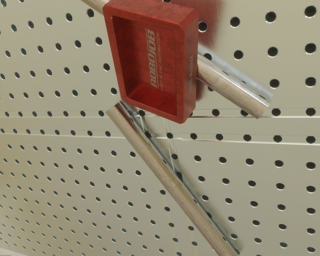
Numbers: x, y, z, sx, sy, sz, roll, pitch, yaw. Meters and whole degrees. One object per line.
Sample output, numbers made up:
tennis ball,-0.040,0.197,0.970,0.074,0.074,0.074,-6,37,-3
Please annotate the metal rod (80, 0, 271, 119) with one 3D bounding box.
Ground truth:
metal rod,-0.010,-0.105,0.349,0.301,0.025,0.025,35,129,4

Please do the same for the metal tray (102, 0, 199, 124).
metal tray,-0.007,-0.071,0.336,0.090,0.030,0.129,22,144,22

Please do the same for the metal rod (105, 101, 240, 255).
metal rod,0.024,0.088,0.451,0.025,0.025,0.299,-29,103,37
